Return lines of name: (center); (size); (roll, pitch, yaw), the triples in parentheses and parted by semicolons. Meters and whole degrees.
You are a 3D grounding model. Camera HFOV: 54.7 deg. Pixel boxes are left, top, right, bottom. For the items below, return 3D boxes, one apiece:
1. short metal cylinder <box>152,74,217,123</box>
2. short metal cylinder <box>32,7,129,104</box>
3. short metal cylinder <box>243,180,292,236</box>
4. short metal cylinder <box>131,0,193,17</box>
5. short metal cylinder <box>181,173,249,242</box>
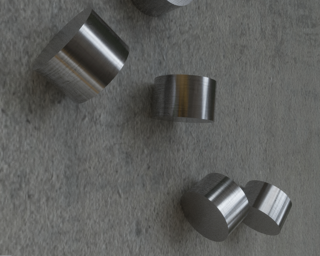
short metal cylinder: (0.031, -0.035, 0.397); (0.081, 0.080, 0.050); (7, 86, -40)
short metal cylinder: (-0.077, -0.071, 0.305); (0.050, 0.080, 0.080); (43, 64, -32)
short metal cylinder: (0.169, 0.132, 0.515); (0.050, 0.080, 0.080); (-51, 120, -28)
short metal cylinder: (0.002, -0.188, 0.392); (0.081, 0.050, 0.079); (0, 90, -40)
short metal cylinder: (0.076, 0.110, 0.436); (0.050, 0.080, 0.080); (-32, 110, -36)
